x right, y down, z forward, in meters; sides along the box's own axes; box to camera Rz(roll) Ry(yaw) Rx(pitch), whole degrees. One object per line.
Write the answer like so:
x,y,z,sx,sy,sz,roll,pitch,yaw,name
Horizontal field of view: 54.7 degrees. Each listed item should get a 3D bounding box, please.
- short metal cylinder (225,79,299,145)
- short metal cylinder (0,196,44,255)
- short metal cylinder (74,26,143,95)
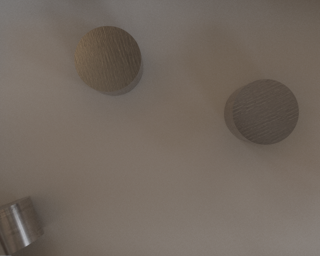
0.128,-0.020,0.400,0.081,0.050,0.080,0,90,0,short metal cylinder
-0.192,0.124,0.382,0.080,0.080,0.050,-21,90,0,short metal cylinder
-0.063,-0.083,0.398,0.081,0.050,0.080,0,90,0,short metal cylinder
